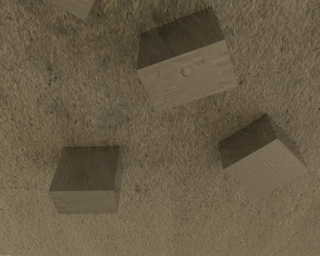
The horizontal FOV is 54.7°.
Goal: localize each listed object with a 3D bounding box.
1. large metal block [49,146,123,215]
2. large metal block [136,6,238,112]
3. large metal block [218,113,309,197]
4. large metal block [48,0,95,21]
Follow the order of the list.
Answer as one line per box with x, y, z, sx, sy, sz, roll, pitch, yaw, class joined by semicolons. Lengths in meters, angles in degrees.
-0.097;0.071;0.431;0.081;0.080;0.050;-1;130;0;large metal block
0.026;-0.070;0.311;0.080;0.080;0.050;-17;128;13;large metal block
0.140;0.039;0.425;0.080;0.050;0.080;-36;122;27;large metal block
-0.080;-0.153;0.259;0.080;0.050;0.080;26;126;-21;large metal block
